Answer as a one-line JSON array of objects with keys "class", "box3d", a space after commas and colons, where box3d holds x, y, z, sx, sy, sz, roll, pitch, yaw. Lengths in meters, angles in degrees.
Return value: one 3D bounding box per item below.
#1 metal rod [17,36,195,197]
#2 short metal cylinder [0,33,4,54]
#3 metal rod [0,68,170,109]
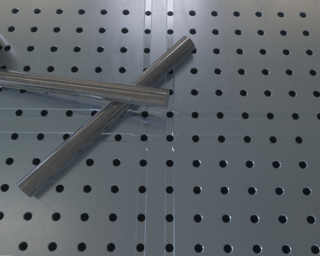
[{"class": "metal rod", "box3d": [-0.063, -0.024, 0.419, 0.025, 0.025, 0.301, 42, 75, 14]}, {"class": "short metal cylinder", "box3d": [-0.278, -0.132, 0.445, 0.081, 0.050, 0.080, 0, 70, 0]}, {"class": "metal rod", "box3d": [-0.137, -0.058, 0.414, 0.301, 0.025, 0.025, 8, 70, 9]}]
